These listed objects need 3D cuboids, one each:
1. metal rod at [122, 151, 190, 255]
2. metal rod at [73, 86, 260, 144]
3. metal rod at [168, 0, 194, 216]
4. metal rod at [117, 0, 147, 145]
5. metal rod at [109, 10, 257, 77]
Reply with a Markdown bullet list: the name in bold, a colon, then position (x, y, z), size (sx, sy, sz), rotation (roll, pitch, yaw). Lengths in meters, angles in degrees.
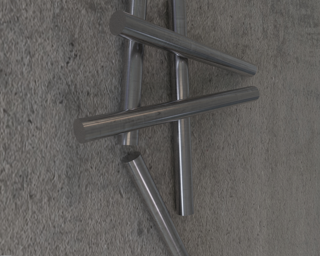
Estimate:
- **metal rod**: position (0.022, 0.164, 0.423), size (0.025, 0.025, 0.299), rotation (-37, 113, -34)
- **metal rod**: position (0.034, -0.026, 0.399), size (0.302, 0.025, 0.025), rotation (-14, 99, -39)
- **metal rod**: position (0.029, -0.030, 0.428), size (0.025, 0.025, 0.298), rotation (-4, 93, -40)
- **metal rod**: position (-0.030, -0.128, 0.379), size (0.025, 0.025, 0.298), rotation (6, 87, -40)
- **metal rod**: position (0.057, -0.102, 0.421), size (0.302, 0.025, 0.025), rotation (1, 89, -49)
